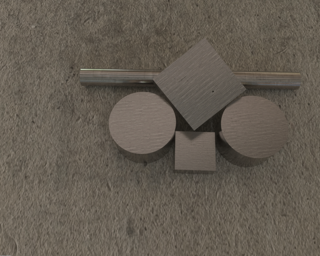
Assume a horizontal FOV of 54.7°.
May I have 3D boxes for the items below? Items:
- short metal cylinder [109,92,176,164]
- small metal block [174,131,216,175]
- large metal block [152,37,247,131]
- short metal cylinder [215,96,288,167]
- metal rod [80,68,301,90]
[{"bbox_3d":[-0.021,0.001,0.395,0.081,0.050,0.080,0,70,0],"label":"short metal cylinder"},{"bbox_3d":[0.044,0.032,0.398,0.050,0.025,0.050,2,70,0],"label":"small metal block"},{"bbox_3d":[0.048,-0.053,0.397,0.080,0.050,0.080,-39,91,1],"label":"large metal block"},{"bbox_3d":[0.113,0.006,0.394,0.081,0.050,0.080,0,70,0],"label":"short metal cylinder"},{"bbox_3d":[0.042,-0.069,0.434,0.302,0.025,0.025,1,70,0],"label":"metal rod"}]
